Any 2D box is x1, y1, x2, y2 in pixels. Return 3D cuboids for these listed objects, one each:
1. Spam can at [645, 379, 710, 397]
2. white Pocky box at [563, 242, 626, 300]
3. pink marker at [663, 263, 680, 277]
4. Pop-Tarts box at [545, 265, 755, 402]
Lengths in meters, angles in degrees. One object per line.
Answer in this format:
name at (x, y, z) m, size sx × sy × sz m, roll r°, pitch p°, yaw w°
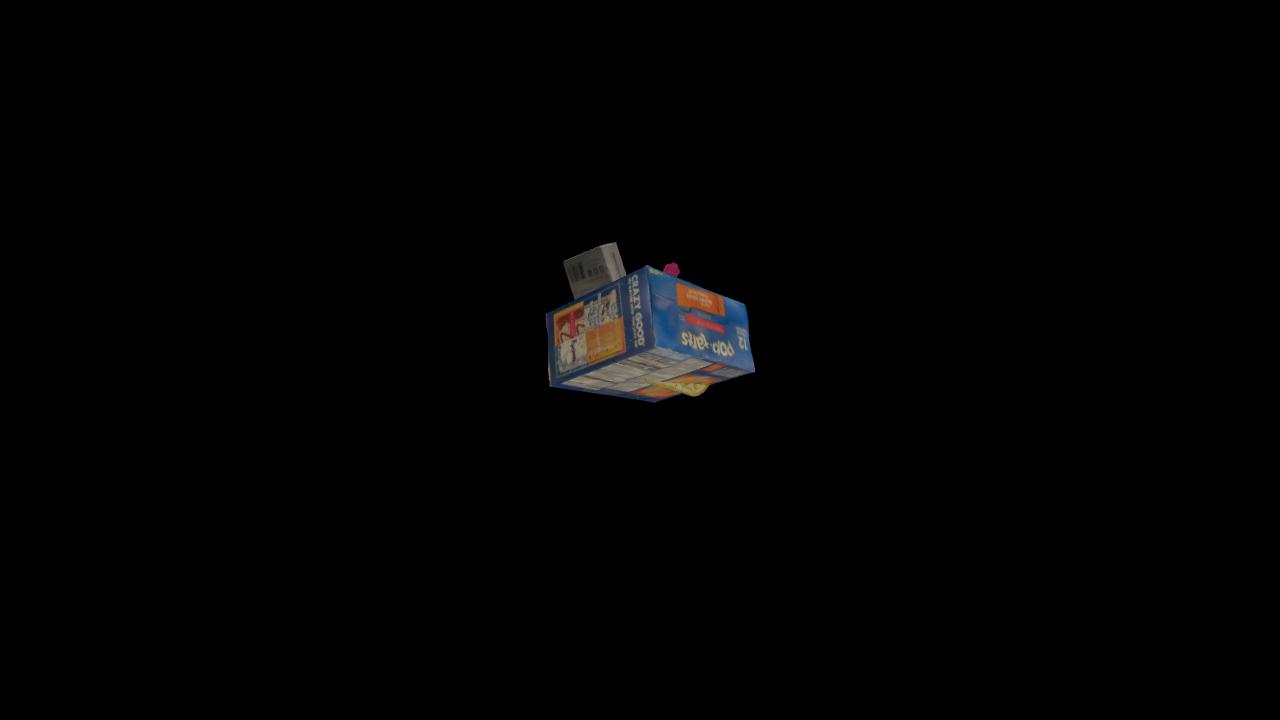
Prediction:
Spam can at (0.022, -0.010, 0.665) m, size 0.101 × 0.058 × 0.085 m, roll 19°, pitch 11°, yaw -44°
white Pocky box at (-0.037, -0.051, 0.710) m, size 0.028 × 0.154 × 0.084 m, roll -23°, pitch 9°, yaw -39°
pink marker at (0.016, -0.067, 0.746) m, size 0.020 × 0.121 × 0.020 m, roll 20°, pitch 36°, yaw -15°
Pop-Tarts box at (0.012, -0.018, 0.634) m, size 0.141 × 0.083 × 0.167 m, roll -20°, pitch -20°, yaw 38°
